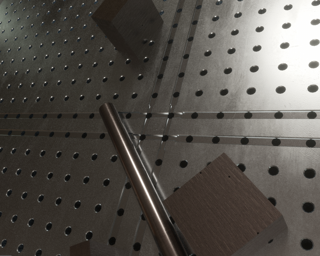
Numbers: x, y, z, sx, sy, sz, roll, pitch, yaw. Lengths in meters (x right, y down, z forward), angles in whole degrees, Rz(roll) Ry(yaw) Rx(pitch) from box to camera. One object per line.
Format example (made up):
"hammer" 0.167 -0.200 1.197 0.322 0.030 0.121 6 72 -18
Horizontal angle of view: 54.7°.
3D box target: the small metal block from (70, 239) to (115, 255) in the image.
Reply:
"small metal block" -0.070 0.154 0.333 0.025 0.050 0.050 -24 53 13

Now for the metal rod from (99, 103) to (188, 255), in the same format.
"metal rod" -0.020 0.073 0.372 0.025 0.025 0.300 -35 52 5

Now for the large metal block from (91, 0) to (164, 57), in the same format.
"large metal block" -0.051 -0.178 0.507 0.050 0.080 0.080 26 76 36

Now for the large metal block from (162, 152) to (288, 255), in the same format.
"large metal block" 0.063 0.086 0.306 0.080 0.050 0.080 -39 51 1
